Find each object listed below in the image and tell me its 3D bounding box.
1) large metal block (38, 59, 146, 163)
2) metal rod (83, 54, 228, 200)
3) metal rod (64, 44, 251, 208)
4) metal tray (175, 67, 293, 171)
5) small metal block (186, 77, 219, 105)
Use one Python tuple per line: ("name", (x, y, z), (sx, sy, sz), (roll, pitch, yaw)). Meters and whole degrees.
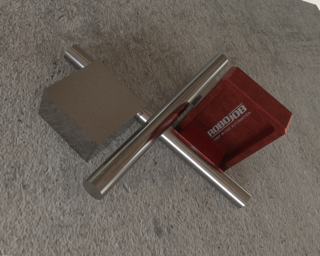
("large metal block", (-0.078, -0.021, 0.359), (0.080, 0.050, 0.080), (45, 51, 3))
("metal rod", (0.015, -0.023, 0.397), (0.025, 0.025, 0.301), (43, 51, 1))
("metal rod", (-0.003, -0.002, 0.407), (0.300, 0.025, 0.025), (41, 51, -1))
("metal tray", (0.083, -0.004, 0.386), (0.090, 0.129, 0.030), (40, 51, -1))
("small metal block", (0.066, -0.058, 0.478), (0.050, 0.025, 0.050), (46, 51, 3))
